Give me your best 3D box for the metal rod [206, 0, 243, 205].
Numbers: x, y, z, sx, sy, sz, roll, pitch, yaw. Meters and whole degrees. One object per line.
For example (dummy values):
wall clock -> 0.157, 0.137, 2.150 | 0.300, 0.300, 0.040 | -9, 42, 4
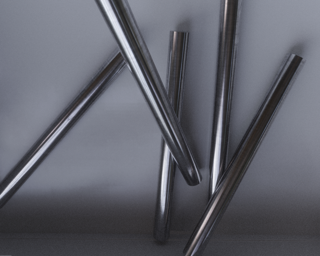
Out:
metal rod -> 0.081, -0.019, 0.404 | 0.025, 0.025, 0.298 | 0, 110, 0

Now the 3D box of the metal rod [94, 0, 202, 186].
metal rod -> -0.001, -0.027, 0.339 | 0.025, 0.025, 0.299 | -20, 133, 7

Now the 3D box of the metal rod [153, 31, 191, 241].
metal rod -> 0.013, 0.024, 0.420 | 0.025, 0.025, 0.298 | 4, 110, -2

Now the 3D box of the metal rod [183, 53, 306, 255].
metal rod -> 0.106, 0.046, 0.408 | 0.025, 0.025, 0.298 | 23, 101, -9

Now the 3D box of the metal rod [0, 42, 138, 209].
metal rod -> -0.136, 0.004, 0.411 | 0.025, 0.025, 0.299 | 41, 105, -14
